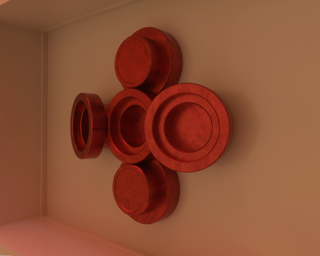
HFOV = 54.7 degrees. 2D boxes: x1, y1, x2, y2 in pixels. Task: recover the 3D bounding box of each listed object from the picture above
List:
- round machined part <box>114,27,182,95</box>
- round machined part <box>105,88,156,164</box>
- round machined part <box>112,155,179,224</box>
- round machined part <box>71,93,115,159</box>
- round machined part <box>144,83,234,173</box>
[{"bbox_3d":[-0.023,-0.085,0.412,0.098,0.042,0.097,0,90,40],"label":"round machined part"},{"bbox_3d":[-0.027,-0.003,0.415,0.098,0.042,0.097,0,90,40],"label":"round machined part"},{"bbox_3d":[-0.026,0.080,0.415,0.098,0.042,0.097,0,90,40],"label":"round machined part"},{"bbox_3d":[-0.099,-0.003,0.465,0.098,0.042,0.097,0,89,57],"label":"round machined part"},{"bbox_3d":[0.035,0.000,0.354,0.098,0.042,0.097,0,90,23],"label":"round machined part"}]
